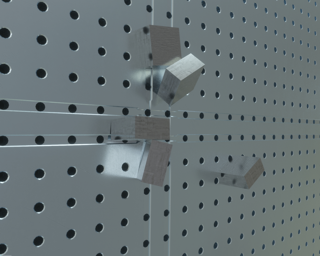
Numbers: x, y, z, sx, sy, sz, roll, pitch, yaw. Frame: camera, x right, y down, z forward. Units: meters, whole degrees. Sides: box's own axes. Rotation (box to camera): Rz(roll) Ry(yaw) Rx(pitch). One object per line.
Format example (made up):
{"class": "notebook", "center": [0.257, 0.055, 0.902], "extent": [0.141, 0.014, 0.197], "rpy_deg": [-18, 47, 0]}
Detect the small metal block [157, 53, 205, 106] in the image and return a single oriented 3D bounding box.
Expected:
{"class": "small metal block", "center": [0.027, -0.064, 0.412], "extent": [0.025, 0.050, 0.050], "rpy_deg": [42, 55, 15]}

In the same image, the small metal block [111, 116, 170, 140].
{"class": "small metal block", "center": [-0.024, 0.002, 0.371], "extent": [0.050, 0.050, 0.025], "rpy_deg": [4, 84, -40]}

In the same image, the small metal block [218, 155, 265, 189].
{"class": "small metal block", "center": [0.132, 0.070, 0.502], "extent": [0.050, 0.050, 0.025], "rpy_deg": [-38, 113, -33]}

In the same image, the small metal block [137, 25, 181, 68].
{"class": "small metal block", "center": [0.000, -0.106, 0.408], "extent": [0.050, 0.025, 0.050], "rpy_deg": [-9, 96, -39]}

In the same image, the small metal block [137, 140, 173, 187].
{"class": "small metal block", "center": [-0.008, 0.042, 0.380], "extent": [0.025, 0.050, 0.050], "rpy_deg": [15, 83, -9]}
